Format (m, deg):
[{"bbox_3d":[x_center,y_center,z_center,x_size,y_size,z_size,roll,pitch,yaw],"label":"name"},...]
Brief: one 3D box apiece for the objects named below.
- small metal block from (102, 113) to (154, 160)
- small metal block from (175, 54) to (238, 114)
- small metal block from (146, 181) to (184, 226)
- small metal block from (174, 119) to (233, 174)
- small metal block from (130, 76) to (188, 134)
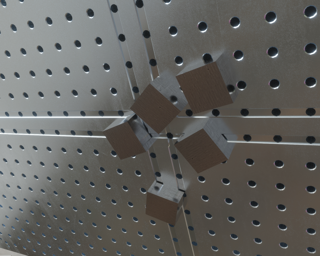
[{"bbox_3d":[-0.045,0.013,0.441,0.050,0.025,0.050,-20,108,35],"label":"small metal block"},{"bbox_3d":[0.054,-0.049,0.352,0.050,0.025,0.050,-16,111,34],"label":"small metal block"},{"bbox_3d":[0.007,0.117,0.478,0.050,0.025,0.050,17,125,18],"label":"small metal block"},{"bbox_3d":[0.055,0.024,0.396,0.050,0.025,0.050,-33,100,38],"label":"small metal block"},{"bbox_3d":[-0.002,-0.028,0.393,0.050,0.025,0.050,42,129,-1],"label":"small metal block"}]
